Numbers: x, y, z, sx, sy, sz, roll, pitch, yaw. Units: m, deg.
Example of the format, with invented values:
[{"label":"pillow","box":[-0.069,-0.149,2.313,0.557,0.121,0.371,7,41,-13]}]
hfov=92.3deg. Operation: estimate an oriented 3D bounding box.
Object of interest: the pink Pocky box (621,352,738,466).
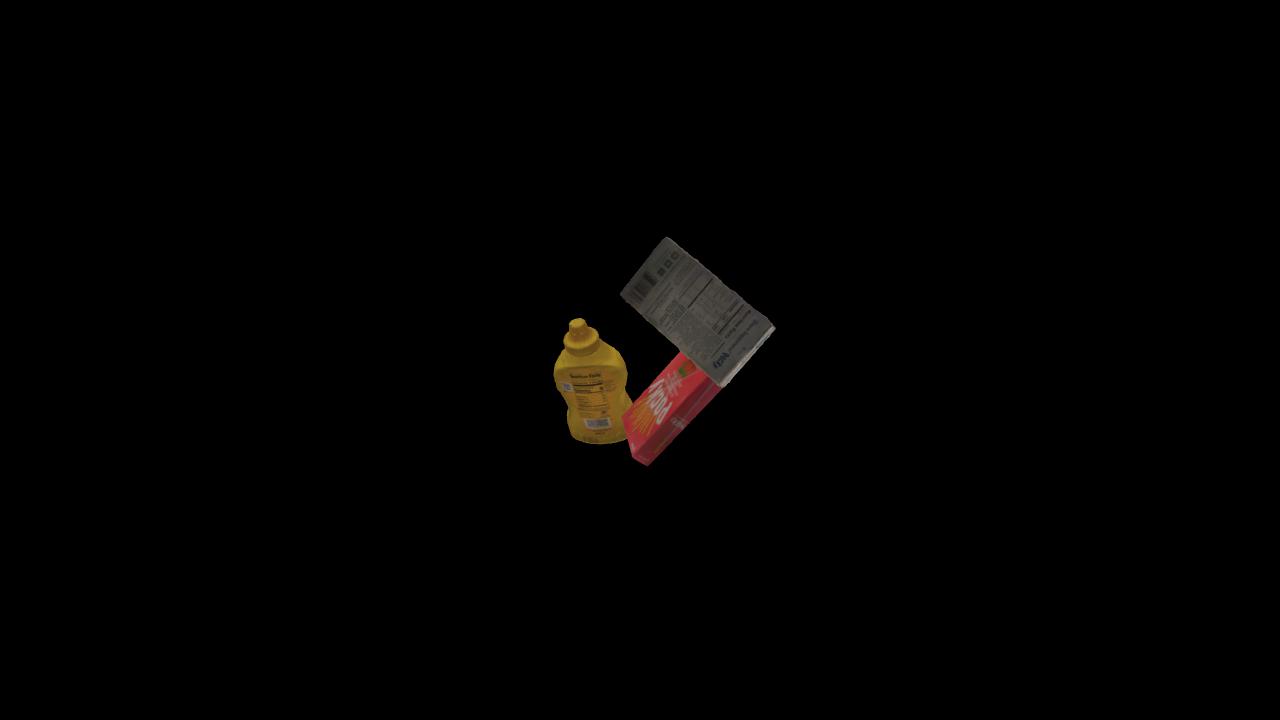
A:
[{"label":"pink Pocky box","box":[0.041,0.042,0.712,0.029,0.155,0.084,33,18,-25]}]

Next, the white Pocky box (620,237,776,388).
[{"label":"white Pocky box","box":[0.057,-0.052,0.645,0.154,0.084,0.028,44,10,21]}]

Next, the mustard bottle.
[{"label":"mustard bottle","box":[-0.059,0.025,0.754,0.092,0.184,0.054,0,41,13]}]
